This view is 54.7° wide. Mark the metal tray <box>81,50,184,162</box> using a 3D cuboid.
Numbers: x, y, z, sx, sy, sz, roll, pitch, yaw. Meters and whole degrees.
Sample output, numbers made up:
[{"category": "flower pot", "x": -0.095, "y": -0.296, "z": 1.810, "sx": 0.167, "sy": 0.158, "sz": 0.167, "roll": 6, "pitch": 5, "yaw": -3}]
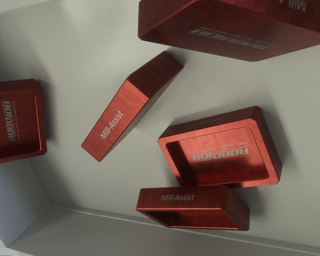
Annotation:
[{"category": "metal tray", "x": -0.034, "y": -0.024, "z": 0.367, "sx": 0.030, "sy": 0.090, "sz": 0.129, "roll": 42, "pitch": 129, "yaw": -1}]

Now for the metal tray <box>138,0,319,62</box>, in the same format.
[{"category": "metal tray", "x": 0.059, "y": -0.084, "z": 0.243, "sx": 0.090, "sy": 0.131, "sz": 0.030, "roll": -2, "pitch": 86, "yaw": 61}]

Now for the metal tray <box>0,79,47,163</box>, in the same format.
[{"category": "metal tray", "x": -0.229, "y": -0.008, "z": 0.479, "sx": 0.030, "sy": 0.091, "sz": 0.129, "roll": 50, "pitch": 141, "yaw": 43}]

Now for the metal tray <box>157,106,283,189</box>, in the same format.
[{"category": "metal tray", "x": 0.072, "y": 0.032, "z": 0.386, "sx": 0.130, "sy": 0.030, "sz": 0.090, "roll": -14, "pitch": 112, "yaw": 33}]

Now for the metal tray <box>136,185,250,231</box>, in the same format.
[{"category": "metal tray", "x": 0.045, "y": 0.111, "z": 0.422, "sx": 0.130, "sy": 0.030, "sz": 0.090, "roll": -9, "pitch": 144, "yaw": 32}]
